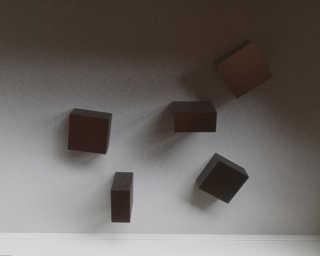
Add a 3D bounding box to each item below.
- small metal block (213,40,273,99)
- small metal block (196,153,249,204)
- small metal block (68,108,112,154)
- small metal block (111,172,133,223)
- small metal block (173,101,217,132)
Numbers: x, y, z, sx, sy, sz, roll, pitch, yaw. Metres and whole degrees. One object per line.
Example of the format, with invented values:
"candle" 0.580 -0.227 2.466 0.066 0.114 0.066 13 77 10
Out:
"small metal block" 0.102 -0.073 0.385 0.050 0.025 0.050 -33 107 11
"small metal block" 0.088 0.071 0.438 0.050 0.025 0.050 29 107 -11
"small metal block" -0.093 0.004 0.412 0.050 0.025 0.050 8 110 -3
"small metal block" -0.052 0.096 0.433 0.025 0.050 0.050 2 110 -1
"small metal block" 0.042 -0.015 0.393 0.050 0.050 0.025 0 110 0
